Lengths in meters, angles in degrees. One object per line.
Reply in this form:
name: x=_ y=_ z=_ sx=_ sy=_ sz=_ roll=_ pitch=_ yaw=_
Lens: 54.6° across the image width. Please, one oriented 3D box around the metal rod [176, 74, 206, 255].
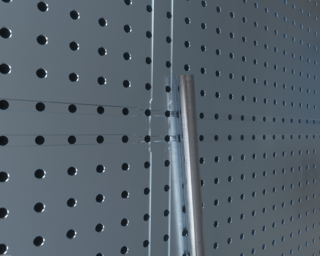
metal rod: x=0.046 y=0.075 z=0.446 sx=0.025 sy=0.025 sz=0.298 roll=-7 pitch=95 yaw=-40
